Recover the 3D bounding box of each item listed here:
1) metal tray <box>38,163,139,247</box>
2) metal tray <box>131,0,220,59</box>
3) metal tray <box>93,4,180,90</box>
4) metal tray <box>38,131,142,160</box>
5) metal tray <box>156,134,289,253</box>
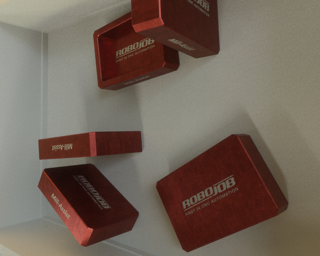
[{"bbox_3d":[-0.105,0.104,0.451,0.130,0.091,0.030,38,113,33],"label":"metal tray"},{"bbox_3d":[0.021,-0.130,0.319,0.030,0.131,0.089,-4,88,33],"label":"metal tray"},{"bbox_3d":[-0.038,-0.111,0.434,0.130,0.030,0.090,-11,83,39],"label":"metal tray"},{"bbox_3d":[-0.102,0.026,0.448,0.130,0.091,0.030,-7,86,40],"label":"metal tray"},{"bbox_3d":[0.063,0.075,0.352,0.130,0.030,0.090,-38,67,33],"label":"metal tray"}]
